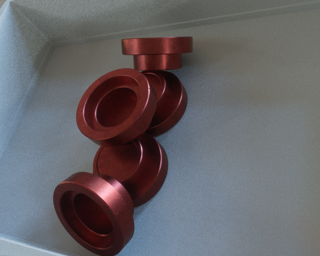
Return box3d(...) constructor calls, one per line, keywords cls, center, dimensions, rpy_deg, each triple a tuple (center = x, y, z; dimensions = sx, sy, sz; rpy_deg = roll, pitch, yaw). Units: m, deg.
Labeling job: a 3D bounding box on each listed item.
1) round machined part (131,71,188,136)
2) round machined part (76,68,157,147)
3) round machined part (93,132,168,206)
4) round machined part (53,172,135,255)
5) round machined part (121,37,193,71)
box3d(cls="round machined part", center=(-0.016, -0.040, 0.424), dimensions=(0.098, 0.042, 0.098), rpy_deg=(-13, 56, 20))
box3d(cls="round machined part", center=(-0.048, -0.021, 0.374), dimensions=(0.098, 0.042, 0.098), rpy_deg=(-13, 56, 20))
box3d(cls="round machined part", center=(-0.043, 0.046, 0.385), dimensions=(0.098, 0.042, 0.098), rpy_deg=(-13, 56, 20))
box3d(cls="round machined part", center=(-0.069, 0.091, 0.348), dimensions=(0.098, 0.097, 0.042), rpy_deg=(7, 27, 30))
box3d(cls="round machined part", center=(-0.004, -0.104, 0.434), dimensions=(0.098, 0.099, 0.042), rpy_deg=(8, 108, 31))
